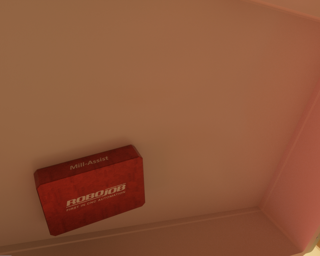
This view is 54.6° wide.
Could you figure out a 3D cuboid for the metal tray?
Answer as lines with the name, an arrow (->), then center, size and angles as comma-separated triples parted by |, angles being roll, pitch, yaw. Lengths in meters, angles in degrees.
metal tray -> -0.087, 0.081, 0.407 | 0.131, 0.030, 0.089 | -14, 124, -20
